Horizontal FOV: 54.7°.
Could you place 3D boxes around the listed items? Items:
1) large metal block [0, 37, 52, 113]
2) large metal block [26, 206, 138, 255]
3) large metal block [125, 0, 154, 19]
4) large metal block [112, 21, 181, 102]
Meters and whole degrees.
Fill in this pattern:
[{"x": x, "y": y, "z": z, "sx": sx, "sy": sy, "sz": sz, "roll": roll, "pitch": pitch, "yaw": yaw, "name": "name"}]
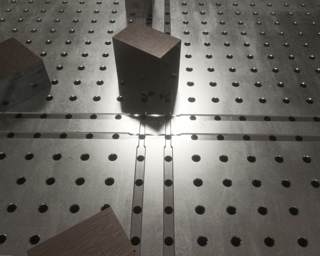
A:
[{"x": -0.223, "y": -0.080, "z": 0.456, "sx": 0.080, "sy": 0.050, "sz": 0.080, "roll": 36, "pitch": 59, "yaw": 26, "name": "large metal block"}, {"x": -0.061, "y": 0.133, "z": 0.279, "sx": 0.081, "sy": 0.050, "sz": 0.080, "roll": -25, "pitch": 55, "yaw": -20, "name": "large metal block"}, {"x": -0.038, "y": -0.270, "z": 0.598, "sx": 0.050, "sy": 0.080, "sz": 0.080, "roll": 3, "pitch": 50, "yaw": 2, "name": "large metal block"}, {"x": -0.018, "y": -0.097, "z": 0.453, "sx": 0.080, "sy": 0.080, "sz": 0.050, "roll": 28, "pitch": 56, "yaw": 21, "name": "large metal block"}]
